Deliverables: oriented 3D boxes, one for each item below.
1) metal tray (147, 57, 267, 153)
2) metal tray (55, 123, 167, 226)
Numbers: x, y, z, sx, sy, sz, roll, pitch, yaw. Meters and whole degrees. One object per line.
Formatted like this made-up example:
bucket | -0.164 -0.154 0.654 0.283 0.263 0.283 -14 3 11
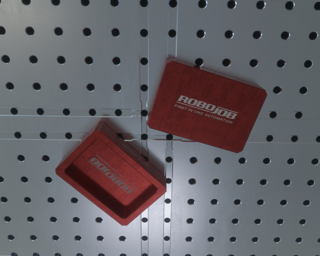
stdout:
metal tray | 0.058 -0.028 0.401 0.131 0.030 0.089 16 109 -6
metal tray | -0.066 0.067 0.434 0.130 0.030 0.090 43 104 -14
